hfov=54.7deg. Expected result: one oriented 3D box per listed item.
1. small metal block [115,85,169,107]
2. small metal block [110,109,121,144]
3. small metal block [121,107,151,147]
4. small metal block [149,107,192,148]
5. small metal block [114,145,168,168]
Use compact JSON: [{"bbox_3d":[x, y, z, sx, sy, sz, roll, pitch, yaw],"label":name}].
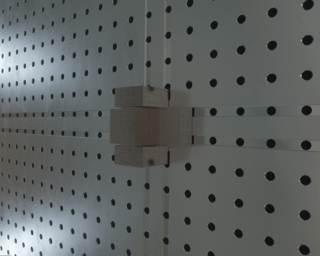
[{"bbox_3d":[-0.024,-0.040,0.410,0.050,0.050,0.025,1,91,39],"label":"small metal block"},{"bbox_3d":[-0.045,-0.002,0.444,0.050,0.025,0.050,1,91,39],"label":"small metal block"},{"bbox_3d":[-0.024,-0.002,0.410,0.025,0.050,0.050,1,91,40],"label":"small metal block"},{"bbox_3d":[0.013,-0.002,0.396,0.050,0.025,0.050,2,91,39],"label":"small metal block"},{"bbox_3d":[-0.024,0.035,0.411,0.050,0.050,0.025,1,91,39],"label":"small metal block"}]
